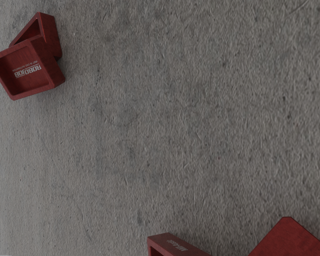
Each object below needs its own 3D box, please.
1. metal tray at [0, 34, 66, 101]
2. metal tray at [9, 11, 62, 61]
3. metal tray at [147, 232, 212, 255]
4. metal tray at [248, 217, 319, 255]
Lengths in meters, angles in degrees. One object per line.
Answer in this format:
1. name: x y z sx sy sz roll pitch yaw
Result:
1. metal tray: -0.245 -0.106 0.565 0.130 0.030 0.090 -10 116 32
2. metal tray: -0.246 -0.152 0.604 0.130 0.030 0.090 -26 74 37
3. metal tray: 0.023 0.176 0.342 0.130 0.030 0.089 161 104 -69
4. metal tray: 0.134 0.154 0.265 0.090 0.030 0.130 -47 57 -2
